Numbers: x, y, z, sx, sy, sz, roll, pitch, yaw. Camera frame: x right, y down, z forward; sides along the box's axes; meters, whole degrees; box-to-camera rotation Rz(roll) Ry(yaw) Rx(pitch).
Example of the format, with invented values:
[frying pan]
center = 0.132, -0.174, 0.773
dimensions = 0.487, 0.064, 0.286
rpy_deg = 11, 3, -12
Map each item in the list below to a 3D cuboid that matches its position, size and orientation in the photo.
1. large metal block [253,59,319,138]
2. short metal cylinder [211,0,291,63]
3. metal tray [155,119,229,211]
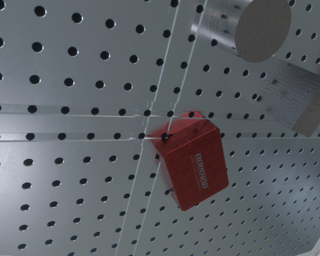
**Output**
[large metal block]
center = 0.201, -0.044, 0.458
dimensions = 0.050, 0.080, 0.080
rpy_deg = 17, 110, -35
[short metal cylinder]
center = 0.110, -0.126, 0.377
dimensions = 0.081, 0.050, 0.079
rpy_deg = -14, 124, -21
[metal tray]
center = 0.053, 0.059, 0.474
dimensions = 0.091, 0.030, 0.129
rpy_deg = -27, 128, -12
